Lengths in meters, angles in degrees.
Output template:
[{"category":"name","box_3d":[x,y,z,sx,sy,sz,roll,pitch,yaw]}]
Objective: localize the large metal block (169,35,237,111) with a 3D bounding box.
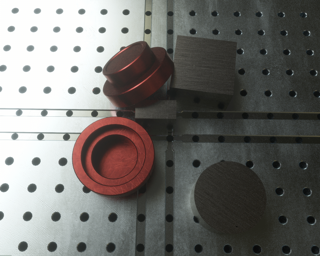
[{"category":"large metal block","box_3d":[0.058,-0.075,0.426,0.080,0.050,0.080,8,70,2]}]

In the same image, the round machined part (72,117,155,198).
[{"category":"round machined part","box_3d":[-0.055,0.038,0.388,0.099,0.042,0.098,0,70,0]}]

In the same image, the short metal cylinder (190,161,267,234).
[{"category":"short metal cylinder","box_3d":[0.078,0.084,0.368,0.081,0.050,0.080,0,70,0]}]

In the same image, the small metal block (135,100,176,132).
[{"category":"small metal block","box_3d":[-0.005,-0.015,0.404,0.050,0.050,0.025,1,70,0]}]

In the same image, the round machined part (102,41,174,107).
[{"category":"round machined part","box_3d":[-0.035,-0.075,0.401,0.098,0.042,0.098,-25,34,18]}]
